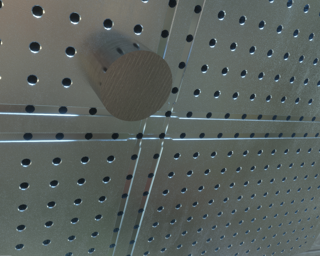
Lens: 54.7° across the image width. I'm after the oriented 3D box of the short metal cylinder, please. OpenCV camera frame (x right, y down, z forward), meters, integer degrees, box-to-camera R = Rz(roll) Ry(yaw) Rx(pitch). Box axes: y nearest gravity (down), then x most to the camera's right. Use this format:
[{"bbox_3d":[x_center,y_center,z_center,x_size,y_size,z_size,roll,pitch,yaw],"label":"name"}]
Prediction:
[{"bbox_3d":[-0.034,-0.054,0.344,0.081,0.050,0.079,-14,125,-21],"label":"short metal cylinder"}]
